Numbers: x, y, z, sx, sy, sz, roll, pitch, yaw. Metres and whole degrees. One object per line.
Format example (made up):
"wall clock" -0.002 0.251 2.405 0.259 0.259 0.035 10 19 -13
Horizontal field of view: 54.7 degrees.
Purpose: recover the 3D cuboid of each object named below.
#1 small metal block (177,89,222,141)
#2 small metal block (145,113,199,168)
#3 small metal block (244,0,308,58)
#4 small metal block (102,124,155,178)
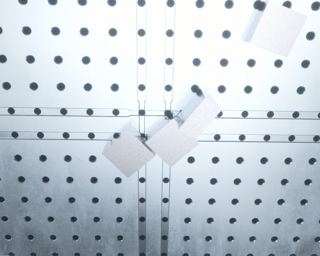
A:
"small metal block" 0.048 -0.018 0.394 0.025 0.050 0.050 36 106 -13
"small metal block" 0.016 0.016 0.420 0.050 0.025 0.050 -41 106 13
"small metal block" 0.138 -0.119 0.372 0.050 0.025 0.050 19 109 -7
"small metal block" -0.042 0.032 0.425 0.050 0.025 0.050 -40 106 13
